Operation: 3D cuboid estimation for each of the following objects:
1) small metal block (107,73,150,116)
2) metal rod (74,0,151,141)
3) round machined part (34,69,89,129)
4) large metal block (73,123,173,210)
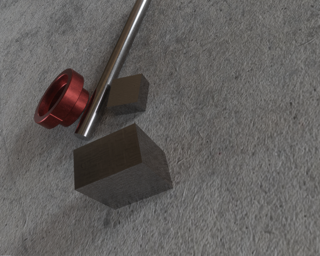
[{"bbox_3d":[-0.046,-0.049,0.456,0.050,0.025,0.050,-7,58,24],"label":"small metal block"},{"bbox_3d":[-0.069,-0.117,0.509,0.025,0.025,0.300,6,64,30],"label":"metal rod"},{"bbox_3d":[-0.148,-0.040,0.480,0.098,0.042,0.098,-31,41,31],"label":"round machined part"},{"bbox_3d":[-0.041,0.048,0.359,0.080,0.080,0.050,-23,54,14],"label":"large metal block"}]
